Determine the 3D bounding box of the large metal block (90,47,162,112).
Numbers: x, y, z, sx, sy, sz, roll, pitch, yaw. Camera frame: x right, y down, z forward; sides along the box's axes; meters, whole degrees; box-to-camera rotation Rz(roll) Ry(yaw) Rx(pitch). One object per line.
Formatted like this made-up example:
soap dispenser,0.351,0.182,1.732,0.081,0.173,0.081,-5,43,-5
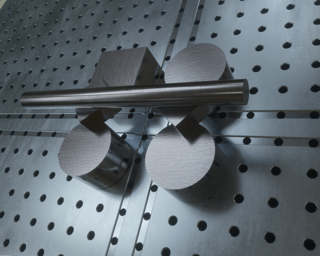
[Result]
large metal block,-0.053,-0.070,0.463,0.080,0.050,0.080,1,62,29

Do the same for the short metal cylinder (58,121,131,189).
short metal cylinder,-0.087,0.035,0.415,0.080,0.050,0.080,-13,56,21

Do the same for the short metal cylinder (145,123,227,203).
short metal cylinder,0.031,0.039,0.352,0.080,0.050,0.080,-13,56,21

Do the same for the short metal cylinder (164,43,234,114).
short metal cylinder,0.053,-0.063,0.403,0.080,0.050,0.080,-13,56,21

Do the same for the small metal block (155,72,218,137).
small metal block,0.027,-0.027,0.347,0.050,0.025,0.050,-42,51,-1

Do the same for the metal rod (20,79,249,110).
metal rod,-0.052,-0.036,0.361,0.300,0.025,0.025,1,62,28

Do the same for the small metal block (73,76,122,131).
small metal block,-0.084,-0.032,0.409,0.050,0.025,0.050,-34,51,5
